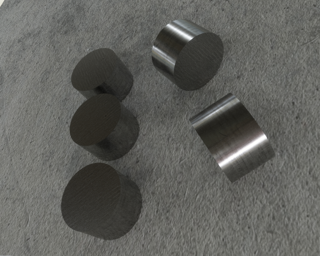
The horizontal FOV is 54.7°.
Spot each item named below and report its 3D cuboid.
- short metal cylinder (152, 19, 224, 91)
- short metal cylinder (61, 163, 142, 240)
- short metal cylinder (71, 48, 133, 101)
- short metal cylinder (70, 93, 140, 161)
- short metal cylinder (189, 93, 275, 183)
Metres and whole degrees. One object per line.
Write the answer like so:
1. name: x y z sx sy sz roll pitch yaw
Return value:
1. short metal cylinder: 0.036 -0.096 0.408 0.080 0.080 0.050 -44 51 -2
2. short metal cylinder: -0.069 0.088 0.370 0.080 0.050 0.080 -13 56 21
3. short metal cylinder: -0.089 -0.077 0.482 0.080 0.050 0.080 -13 56 21
4. short metal cylinder: -0.076 -0.001 0.428 0.080 0.050 0.080 -13 56 21
5. short metal cylinder: 0.074 0.010 0.324 0.050 0.080 0.080 -34 51 6
